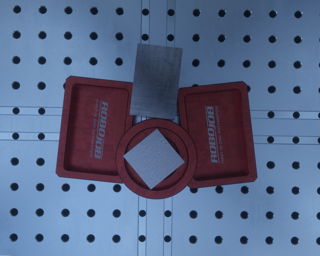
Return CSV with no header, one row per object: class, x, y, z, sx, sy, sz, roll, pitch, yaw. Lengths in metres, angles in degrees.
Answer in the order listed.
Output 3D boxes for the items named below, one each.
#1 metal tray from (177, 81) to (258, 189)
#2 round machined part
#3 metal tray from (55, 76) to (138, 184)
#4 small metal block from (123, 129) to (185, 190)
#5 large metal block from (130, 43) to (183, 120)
metal tray,0.072,0.009,0.407,0.091,0.030,0.129,-6,90,0
round machined part,-0.004,0.037,0.392,0.099,0.042,0.097,0,90,0
metal tray,-0.081,0.002,0.406,0.091,0.030,0.129,6,90,0
small metal block,-0.007,0.036,0.367,0.050,0.025,0.050,-39,90,0
large metal block,-0.004,-0.052,0.382,0.050,0.080,0.080,6,90,0
